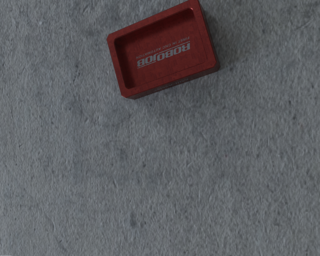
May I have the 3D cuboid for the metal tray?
[{"bbox_3d":[0.003,-0.099,0.404,0.130,0.030,0.090,-17,85,18],"label":"metal tray"}]
